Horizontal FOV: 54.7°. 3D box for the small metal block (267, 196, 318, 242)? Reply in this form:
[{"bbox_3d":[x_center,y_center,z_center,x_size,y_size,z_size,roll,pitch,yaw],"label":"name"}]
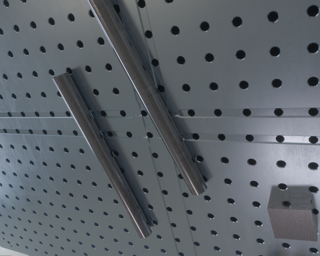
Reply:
[{"bbox_3d":[0.169,0.114,0.393,0.050,0.025,0.050,-7,115,31],"label":"small metal block"}]

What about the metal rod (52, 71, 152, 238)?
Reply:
[{"bbox_3d":[-0.083,0.053,0.487,0.025,0.025,0.299,-12,113,33],"label":"metal rod"}]

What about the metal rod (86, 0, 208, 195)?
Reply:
[{"bbox_3d":[-0.013,-0.040,0.393,0.025,0.025,0.299,-17,110,35],"label":"metal rod"}]
